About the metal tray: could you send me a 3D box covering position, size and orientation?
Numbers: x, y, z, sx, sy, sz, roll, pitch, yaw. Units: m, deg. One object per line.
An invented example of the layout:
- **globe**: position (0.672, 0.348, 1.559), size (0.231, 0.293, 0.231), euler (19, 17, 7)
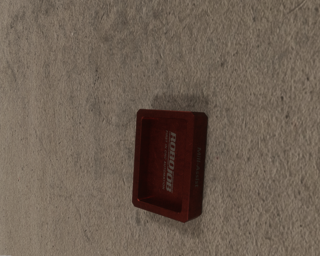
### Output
- **metal tray**: position (0.010, 0.042, 0.391), size (0.090, 0.030, 0.129), euler (6, 94, 39)
